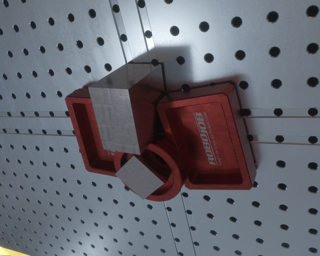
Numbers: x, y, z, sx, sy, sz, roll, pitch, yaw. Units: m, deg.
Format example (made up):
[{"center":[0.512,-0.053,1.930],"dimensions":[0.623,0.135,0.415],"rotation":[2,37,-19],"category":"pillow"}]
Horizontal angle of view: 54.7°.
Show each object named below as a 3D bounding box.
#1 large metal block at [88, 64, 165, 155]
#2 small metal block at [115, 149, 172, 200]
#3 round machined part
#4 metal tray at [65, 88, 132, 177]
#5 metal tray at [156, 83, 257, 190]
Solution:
[{"center":[-0.033,-0.026,0.372],"dimensions":[0.050,0.080,0.079],"rotation":[6,121,25],"category":"large metal block"},{"center":[-0.022,0.058,0.399],"dimensions":[0.050,0.025,0.050],"rotation":[43,129,-2],"category":"small metal block"},{"center":[-0.009,0.047,0.417],"dimensions":[0.098,0.042,0.097],"rotation":[13,124,21],"category":"round machined part"},{"center":[-0.078,0.010,0.450],"dimensions":[0.090,0.030,0.129],"rotation":[6,121,25],"category":"metal tray"},{"center":[0.059,0.016,0.381],"dimensions":[0.090,0.030,0.129],"rotation":[-7,115,31],"category":"metal tray"}]
